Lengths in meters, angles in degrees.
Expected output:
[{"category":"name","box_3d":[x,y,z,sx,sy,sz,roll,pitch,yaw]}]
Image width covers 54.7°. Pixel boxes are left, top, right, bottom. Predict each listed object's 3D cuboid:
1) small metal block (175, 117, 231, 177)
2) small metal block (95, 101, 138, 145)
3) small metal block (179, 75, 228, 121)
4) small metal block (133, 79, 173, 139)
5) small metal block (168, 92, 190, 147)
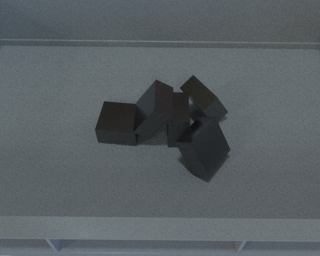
[{"category":"small metal block","box_3d":[0.052,0.021,0.366,0.025,0.050,0.050,2,38,50]},{"category":"small metal block","box_3d":[-0.053,-0.007,0.407,0.050,0.025,0.050,5,50,4]},{"category":"small metal block","box_3d":[0.059,-0.037,0.415,0.025,0.050,0.050,-44,57,7]},{"category":"small metal block","box_3d":[-0.008,-0.022,0.382,0.025,0.050,0.050,22,49,-23]},{"category":"small metal block","box_3d":[0.023,-0.010,0.396,0.025,0.050,0.050,1,50,0]}]
